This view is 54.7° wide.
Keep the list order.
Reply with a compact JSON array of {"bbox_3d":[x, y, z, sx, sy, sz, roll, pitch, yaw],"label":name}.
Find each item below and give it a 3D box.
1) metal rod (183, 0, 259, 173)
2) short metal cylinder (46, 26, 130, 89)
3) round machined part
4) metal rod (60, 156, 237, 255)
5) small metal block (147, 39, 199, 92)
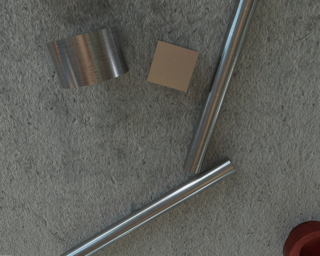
[{"bbox_3d":[0.082,-0.079,0.381,0.025,0.025,0.298,14,109,-6],"label":"metal rod"},{"bbox_3d":[-0.080,-0.081,0.350,0.080,0.080,0.050,-12,110,4],"label":"short metal cylinder"},{"bbox_3d":[0.236,0.182,0.471,0.099,0.042,0.097,0,110,-1],"label":"round machined part"},{"bbox_3d":[-0.024,0.129,0.457,0.300,0.025,0.025,-33,107,11],"label":"metal rod"},{"bbox_3d":[0.015,-0.077,0.382,0.050,0.025,0.050,15,109,-6],"label":"small metal block"}]
